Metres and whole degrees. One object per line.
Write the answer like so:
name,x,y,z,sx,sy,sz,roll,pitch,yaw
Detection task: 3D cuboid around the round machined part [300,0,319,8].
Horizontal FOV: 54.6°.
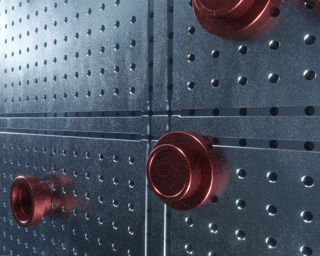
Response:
round machined part,0.121,-0.139,0.262,0.098,0.099,0.042,47,118,30

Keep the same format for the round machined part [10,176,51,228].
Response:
round machined part,-0.250,0.141,0.607,0.098,0.042,0.097,0,90,40

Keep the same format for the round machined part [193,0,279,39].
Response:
round machined part,0.076,-0.150,0.336,0.098,0.042,0.097,0,90,40

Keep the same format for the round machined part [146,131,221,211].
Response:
round machined part,0.022,0.053,0.381,0.098,0.042,0.097,0,90,40
